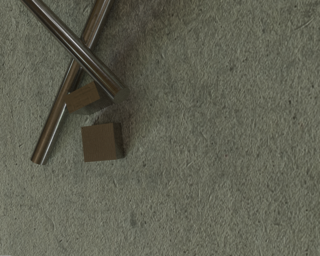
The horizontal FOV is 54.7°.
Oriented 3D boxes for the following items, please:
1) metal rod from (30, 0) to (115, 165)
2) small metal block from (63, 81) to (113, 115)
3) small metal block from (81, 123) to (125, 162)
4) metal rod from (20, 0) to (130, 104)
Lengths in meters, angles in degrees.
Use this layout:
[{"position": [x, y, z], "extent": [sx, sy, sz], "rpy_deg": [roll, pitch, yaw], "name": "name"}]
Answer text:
[{"position": [-0.122, -0.083, 0.450], "extent": [0.025, 0.025, 0.298], "rpy_deg": [28, 99, 17], "name": "metal rod"}, {"position": [-0.094, -0.040, 0.428], "extent": [0.050, 0.050, 0.025], "rpy_deg": [-23, 83, 18], "name": "small metal block"}, {"position": [-0.080, 0.020, 0.436], "extent": [0.050, 0.025, 0.050], "rpy_deg": [-7, 88, 19], "name": "small metal block"}, {"position": [-0.143, -0.139, 0.436], "extent": [0.300, 0.025, 0.025], "rpy_deg": [46, 104, 22], "name": "metal rod"}]
